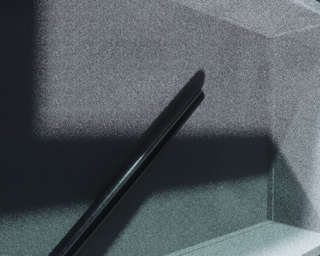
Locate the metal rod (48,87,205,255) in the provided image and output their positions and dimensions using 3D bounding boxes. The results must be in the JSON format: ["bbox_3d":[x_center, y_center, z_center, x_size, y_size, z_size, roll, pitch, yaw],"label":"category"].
[{"bbox_3d":[-0.030,0.050,0.382,0.301,0.025,0.025,-50,120,-29],"label":"metal rod"}]
